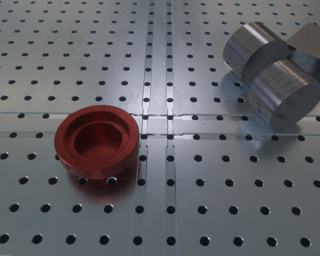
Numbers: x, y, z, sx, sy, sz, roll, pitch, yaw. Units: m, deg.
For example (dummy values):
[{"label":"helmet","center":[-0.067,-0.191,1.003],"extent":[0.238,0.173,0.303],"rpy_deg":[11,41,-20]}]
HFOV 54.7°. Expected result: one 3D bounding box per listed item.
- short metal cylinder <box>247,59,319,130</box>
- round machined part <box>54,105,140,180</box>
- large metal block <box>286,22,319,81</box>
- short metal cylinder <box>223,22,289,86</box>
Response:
[{"label":"short metal cylinder","center":[0.164,-0.043,0.409],"extent":[0.081,0.080,0.050],"rpy_deg":[-19,53,-16]},{"label":"round machined part","center":[-0.074,0.021,0.378],"extent":[0.099,0.042,0.098],"rpy_deg":[0,50,0]},{"label":"large metal block","center":[0.245,-0.114,0.489],"extent":[0.080,0.050,0.080],"rpy_deg":[36,59,26]},{"label":"short metal cylinder","center":[0.143,-0.110,0.466],"extent":[0.081,0.080,0.050],"rpy_deg":[-20,53,-16]}]
